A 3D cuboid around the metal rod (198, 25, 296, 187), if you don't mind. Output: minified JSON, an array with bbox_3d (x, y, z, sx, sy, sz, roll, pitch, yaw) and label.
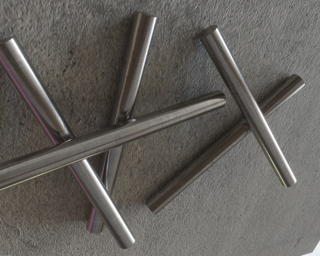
[{"bbox_3d":[0.136,-0.013,0.443,0.025,0.025,0.300,-39,120,-2],"label":"metal rod"}]

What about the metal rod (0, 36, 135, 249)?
[{"bbox_3d":[-0.095,0.040,0.357,0.025,0.025,0.299,-28,122,-11],"label":"metal rod"}]

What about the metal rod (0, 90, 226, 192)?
[{"bbox_3d":[-0.041,0.006,0.351,0.302,0.025,0.025,-20,127,-30],"label":"metal rod"}]

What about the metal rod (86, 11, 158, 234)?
[{"bbox_3d":[-0.054,0.011,0.384,0.025,0.025,0.298,2,117,-30],"label":"metal rod"}]

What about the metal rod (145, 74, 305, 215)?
[{"bbox_3d":[0.099,0.024,0.475,0.300,0.025,0.025,-41,129,0],"label":"metal rod"}]
